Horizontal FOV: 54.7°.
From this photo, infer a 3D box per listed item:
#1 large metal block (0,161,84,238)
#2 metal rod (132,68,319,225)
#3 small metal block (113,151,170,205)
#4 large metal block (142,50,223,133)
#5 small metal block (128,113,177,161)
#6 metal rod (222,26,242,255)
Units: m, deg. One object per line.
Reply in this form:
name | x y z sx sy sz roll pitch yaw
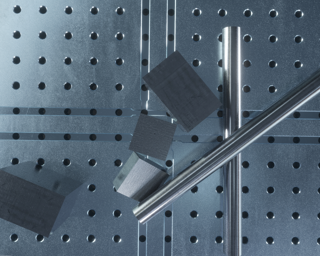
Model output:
large metal block | -0.152 0.084 0.385 0.080 0.080 0.050 23 90 0
metal rod | 0.093 0.021 0.387 0.300 0.025 0.025 -37 90 0
small metal block | -0.024 0.066 0.402 0.050 0.025 0.050 32 94 -27
large metal block | 0.025 -0.041 0.386 0.050 0.080 0.080 -40 90 0
small metal block | -0.009 0.012 0.413 0.050 0.025 0.050 18 90 0
metal rod | 0.096 0.017 0.413 0.025 0.025 0.298 0 90 0
